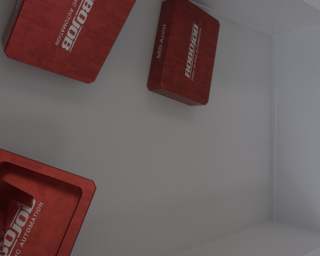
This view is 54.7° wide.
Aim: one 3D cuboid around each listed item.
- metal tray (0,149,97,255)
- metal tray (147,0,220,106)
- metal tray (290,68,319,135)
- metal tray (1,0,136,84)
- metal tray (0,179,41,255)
[{"bbox_3d":[-0.116,0.091,0.242,0.090,0.030,0.130,21,60,-6],"label":"metal tray"},{"bbox_3d":[0.036,-0.104,0.433,0.091,0.030,0.129,16,80,-39],"label":"metal tray"},{"bbox_3d":[0.330,-0.056,0.682,0.091,0.030,0.129,19,78,-38],"label":"metal tray"},{"bbox_3d":[-0.080,-0.114,0.291,0.091,0.030,0.129,16,115,-39],"label":"metal tray"},{"bbox_3d":[-0.121,0.080,0.204,0.030,0.130,0.090,-6,65,1],"label":"metal tray"}]
